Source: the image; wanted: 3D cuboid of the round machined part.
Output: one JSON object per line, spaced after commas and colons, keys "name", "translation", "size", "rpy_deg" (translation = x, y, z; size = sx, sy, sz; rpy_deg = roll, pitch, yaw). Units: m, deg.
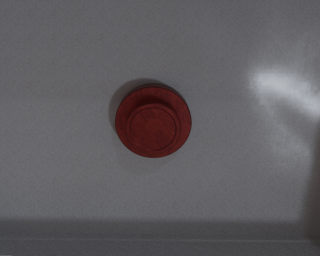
{"name": "round machined part", "translation": [-0.008, -0.005, 0.397], "size": [0.099, 0.042, 0.097], "rpy_deg": [0, 110, 0]}
